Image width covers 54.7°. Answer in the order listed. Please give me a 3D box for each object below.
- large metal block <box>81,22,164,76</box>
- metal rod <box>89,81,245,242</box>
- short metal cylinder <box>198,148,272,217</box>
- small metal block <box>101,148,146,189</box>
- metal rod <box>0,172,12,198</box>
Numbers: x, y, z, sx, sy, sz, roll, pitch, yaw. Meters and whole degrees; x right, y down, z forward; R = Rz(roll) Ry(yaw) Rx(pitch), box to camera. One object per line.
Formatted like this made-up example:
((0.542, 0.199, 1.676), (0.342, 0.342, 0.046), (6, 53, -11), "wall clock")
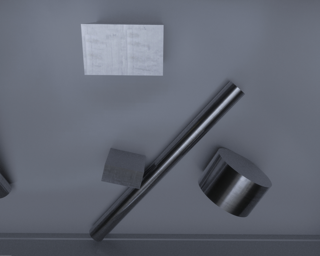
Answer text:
((-0.037, -0.091, 0.348), (0.081, 0.080, 0.050), (0, 110, -1), "large metal block")
((0.001, 0.055, 0.431), (0.025, 0.025, 0.299), (39, 105, -13), "metal rod")
((0.098, 0.071, 0.409), (0.080, 0.080, 0.050), (28, 108, -10), "short metal cylinder")
((-0.048, 0.053, 0.417), (0.050, 0.050, 0.025), (13, 110, -5), "small metal block")
((-0.250, -0.017, 0.343), (0.025, 0.025, 0.298), (-10, 132, 3), "metal rod")
